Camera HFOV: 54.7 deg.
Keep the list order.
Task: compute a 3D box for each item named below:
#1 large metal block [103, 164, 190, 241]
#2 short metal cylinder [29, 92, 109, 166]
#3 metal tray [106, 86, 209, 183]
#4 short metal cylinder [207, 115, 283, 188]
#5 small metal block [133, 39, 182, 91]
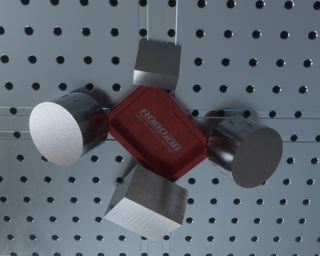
[{"bbox_3d":[-0.019,0.104,0.420,0.080,0.050,0.080,29,138,-11],"label":"large metal block"},{"bbox_3d":[-0.112,0.000,0.383,0.080,0.050,0.079,9,113,24],"label":"short metal cylinder"},{"bbox_3d":[-0.001,0.006,0.412,0.090,0.030,0.130,-40,106,13],"label":"metal tray"},{"bbox_3d":[0.108,0.029,0.395,0.081,0.050,0.079,-10,113,-25],"label":"short metal cylinder"},{"bbox_3d":[-0.003,-0.075,0.369,0.050,0.050,0.025,9,148,-3],"label":"small metal block"}]
